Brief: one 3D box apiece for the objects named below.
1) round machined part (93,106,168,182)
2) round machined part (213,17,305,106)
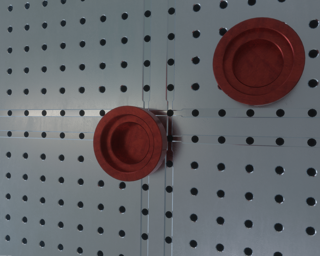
[{"bbox_3d":[-0.036,0.020,0.416,0.098,0.042,0.097,0,90,20],"label":"round machined part"},{"bbox_3d":[0.114,-0.074,0.363,0.098,0.042,0.097,0,90,20],"label":"round machined part"}]
